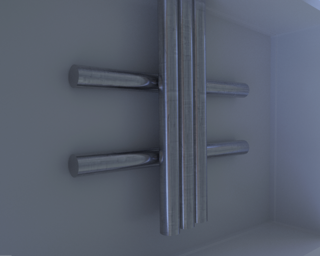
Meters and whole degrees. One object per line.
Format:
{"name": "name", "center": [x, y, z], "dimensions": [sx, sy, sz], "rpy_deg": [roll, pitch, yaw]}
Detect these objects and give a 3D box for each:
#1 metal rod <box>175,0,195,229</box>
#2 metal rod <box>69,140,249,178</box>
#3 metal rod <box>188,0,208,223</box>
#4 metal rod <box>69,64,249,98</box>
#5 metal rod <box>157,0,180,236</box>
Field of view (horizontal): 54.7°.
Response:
{"name": "metal rod", "center": [0.031, -0.023, 0.396], "dimensions": [0.025, 0.025, 0.298], "rpy_deg": [-1, 91, -40]}
{"name": "metal rod", "center": [0.024, 0.036, 0.425], "dimensions": [0.302, 0.025, 0.025], "rpy_deg": [-2, 91, -40]}
{"name": "metal rod", "center": [0.049, -0.026, 0.412], "dimensions": [0.025, 0.025, 0.298], "rpy_deg": [-1, 91, -40]}
{"name": "metal rod", "center": [0.024, -0.059, 0.425], "dimensions": [0.302, 0.025, 0.025], "rpy_deg": [-2, 92, -40]}
{"name": "metal rod", "center": [0.011, -0.021, 0.380], "dimensions": [0.025, 0.025, 0.298], "rpy_deg": [-1, 91, -40]}
